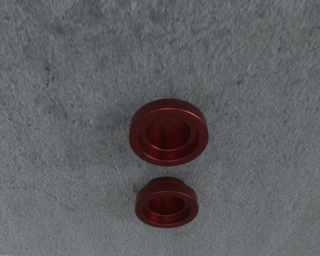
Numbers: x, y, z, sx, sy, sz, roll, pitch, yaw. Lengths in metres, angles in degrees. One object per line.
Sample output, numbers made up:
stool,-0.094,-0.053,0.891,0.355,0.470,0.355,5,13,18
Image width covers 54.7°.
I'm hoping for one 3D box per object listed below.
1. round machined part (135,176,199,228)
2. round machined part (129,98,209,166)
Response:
round machined part,0.010,0.115,0.494,0.099,0.042,0.097,-1,130,0
round machined part,0.011,0.001,0.398,0.099,0.042,0.097,-1,130,0
